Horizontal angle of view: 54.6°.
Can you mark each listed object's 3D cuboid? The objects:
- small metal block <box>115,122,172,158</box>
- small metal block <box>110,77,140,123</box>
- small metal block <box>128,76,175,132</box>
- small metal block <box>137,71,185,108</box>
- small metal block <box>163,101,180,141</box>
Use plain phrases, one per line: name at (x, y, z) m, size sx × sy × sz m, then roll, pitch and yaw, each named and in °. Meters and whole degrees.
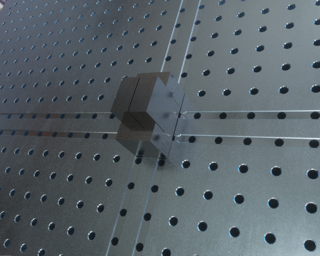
small metal block at (-0.020, 0.015, 0.394) m, size 0.050 × 0.050 × 0.025 m, roll 2°, pitch 62°, yaw 29°
small metal block at (-0.032, -0.030, 0.396) m, size 0.025 × 0.050 × 0.050 m, roll 2°, pitch 63°, yaw 29°
small metal block at (-0.009, -0.029, 0.383) m, size 0.025 × 0.050 × 0.050 m, roll 1°, pitch 62°, yaw 30°
small metal block at (-0.001, -0.051, 0.424) m, size 0.050 × 0.050 × 0.025 m, roll 2°, pitch 63°, yaw 29°
small metal block at (-0.005, -0.012, 0.419) m, size 0.050 × 0.025 × 0.050 m, roll 1°, pitch 62°, yaw 30°
